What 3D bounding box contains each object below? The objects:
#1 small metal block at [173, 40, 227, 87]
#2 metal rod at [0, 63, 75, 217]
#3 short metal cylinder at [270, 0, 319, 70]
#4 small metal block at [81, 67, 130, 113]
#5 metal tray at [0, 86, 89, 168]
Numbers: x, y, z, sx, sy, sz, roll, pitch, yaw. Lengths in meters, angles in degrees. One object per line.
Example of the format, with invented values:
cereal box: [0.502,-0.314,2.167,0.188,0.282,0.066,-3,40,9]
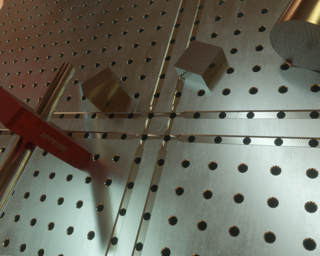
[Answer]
small metal block: [0.056,-0.092,0.435,0.050,0.025,0.050,28,77,37]
metal rod: [-0.170,-0.005,0.428,0.025,0.025,0.300,-17,37,18]
short metal cylinder: [0.174,-0.110,0.349,0.080,0.080,0.050,25,76,37]
small metal block: [-0.083,-0.057,0.471,0.050,0.050,0.025,-30,52,9]
metal tray: [-0.168,0.001,0.429,0.090,0.130,0.030,31,79,38]
